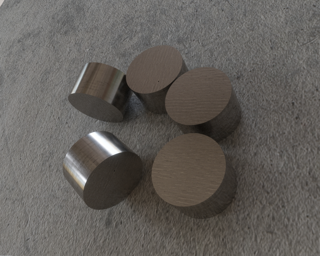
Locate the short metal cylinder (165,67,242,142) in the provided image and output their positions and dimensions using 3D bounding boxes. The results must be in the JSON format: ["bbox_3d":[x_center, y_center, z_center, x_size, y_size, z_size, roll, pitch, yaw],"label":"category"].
[{"bbox_3d":[0.053,-0.027,0.376,0.080,0.050,0.080,-13,56,21],"label":"short metal cylinder"}]

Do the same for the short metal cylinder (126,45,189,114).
[{"bbox_3d":[0.001,-0.066,0.426,0.080,0.050,0.080,-12,57,19],"label":"short metal cylinder"}]

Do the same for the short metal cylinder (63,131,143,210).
[{"bbox_3d":[-0.068,0.050,0.374,0.080,0.080,0.050,-49,51,-6],"label":"short metal cylinder"}]

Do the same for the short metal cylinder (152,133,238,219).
[{"bbox_3d":[0.038,0.052,0.336,0.080,0.050,0.080,-13,56,21],"label":"short metal cylinder"}]

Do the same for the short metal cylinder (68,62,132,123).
[{"bbox_3d":[-0.082,-0.049,0.442,0.080,0.080,0.050,4,64,30],"label":"short metal cylinder"}]
